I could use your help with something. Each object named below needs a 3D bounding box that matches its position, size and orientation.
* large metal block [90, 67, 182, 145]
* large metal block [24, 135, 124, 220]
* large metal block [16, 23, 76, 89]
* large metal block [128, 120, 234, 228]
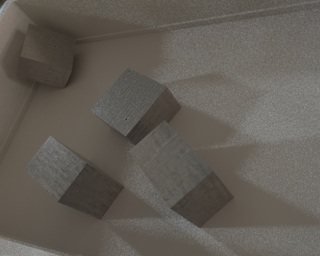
[{"bbox_3d":[-0.033,-0.026,0.423,0.080,0.050,0.080,32,79,38],"label":"large metal block"},{"bbox_3d":[-0.106,0.062,0.388,0.080,0.080,0.050,27,77,37],"label":"large metal block"},{"bbox_3d":[-0.198,-0.125,0.542,0.050,0.081,0.080,-47,38,46],"label":"large metal block"},{"bbox_3d":[0.024,0.050,0.328,0.050,0.080,0.080,-42,51,0],"label":"large metal block"}]
